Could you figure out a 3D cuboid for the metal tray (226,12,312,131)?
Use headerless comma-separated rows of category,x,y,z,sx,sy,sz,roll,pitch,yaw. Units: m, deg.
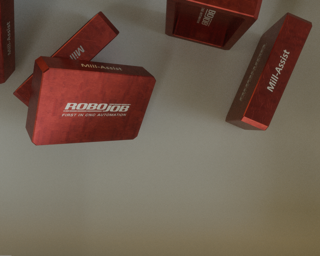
metal tray,0.128,-0.062,0.379,0.030,0.090,0.129,24,90,0

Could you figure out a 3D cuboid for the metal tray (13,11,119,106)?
metal tray,-0.112,-0.083,0.375,0.130,0.090,0.030,-43,113,0

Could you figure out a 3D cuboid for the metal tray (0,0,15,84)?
metal tray,-0.220,-0.120,0.359,0.090,0.129,0.030,20,47,-8

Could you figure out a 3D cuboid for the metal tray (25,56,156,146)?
metal tray,-0.076,-0.028,0.354,0.131,0.030,0.089,-2,124,-37

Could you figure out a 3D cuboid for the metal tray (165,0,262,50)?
metal tray,0.054,-0.130,0.359,0.090,0.130,0.030,14,90,0
